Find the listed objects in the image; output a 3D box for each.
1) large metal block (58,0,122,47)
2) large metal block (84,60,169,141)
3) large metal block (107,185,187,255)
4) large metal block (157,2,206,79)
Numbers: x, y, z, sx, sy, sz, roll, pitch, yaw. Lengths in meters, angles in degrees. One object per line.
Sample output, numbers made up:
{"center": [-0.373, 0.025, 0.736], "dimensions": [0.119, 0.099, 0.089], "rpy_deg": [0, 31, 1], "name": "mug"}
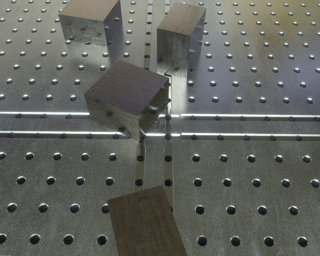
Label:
{"center": [-0.121, -0.196, 0.554], "dimensions": [0.080, 0.050, 0.080], "rpy_deg": [12, 51, 9], "name": "large metal block"}
{"center": [-0.042, -0.040, 0.424], "dimensions": [0.080, 0.050, 0.080], "rpy_deg": [23, 54, 18], "name": "large metal block"}
{"center": [-0.010, 0.111, 0.278], "dimensions": [0.050, 0.080, 0.080], "rpy_deg": [-13, 52, -11], "name": "large metal block"}
{"center": [0.033, -0.138, 0.488], "dimensions": [0.050, 0.080, 0.080], "rpy_deg": [17, 52, 13], "name": "large metal block"}
